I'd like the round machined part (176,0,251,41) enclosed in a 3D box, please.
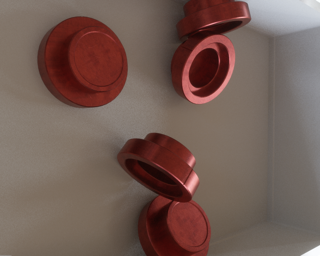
[{"bbox_3d":[0.069,-0.152,0.420,0.099,0.098,0.042,-18,95,-39],"label":"round machined part"}]

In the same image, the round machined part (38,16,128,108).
[{"bbox_3d":[-0.075,-0.071,0.334,0.099,0.042,0.097,0,90,-40],"label":"round machined part"}]

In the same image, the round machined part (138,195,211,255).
[{"bbox_3d":[0.025,0.127,0.390,0.099,0.042,0.098,23,45,-25],"label":"round machined part"}]

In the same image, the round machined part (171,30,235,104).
[{"bbox_3d":[0.054,-0.085,0.427,0.099,0.042,0.097,-23,130,-30],"label":"round machined part"}]

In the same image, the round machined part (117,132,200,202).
[{"bbox_3d":[0.003,0.042,0.363,0.098,0.098,0.042,49,60,-30],"label":"round machined part"}]
